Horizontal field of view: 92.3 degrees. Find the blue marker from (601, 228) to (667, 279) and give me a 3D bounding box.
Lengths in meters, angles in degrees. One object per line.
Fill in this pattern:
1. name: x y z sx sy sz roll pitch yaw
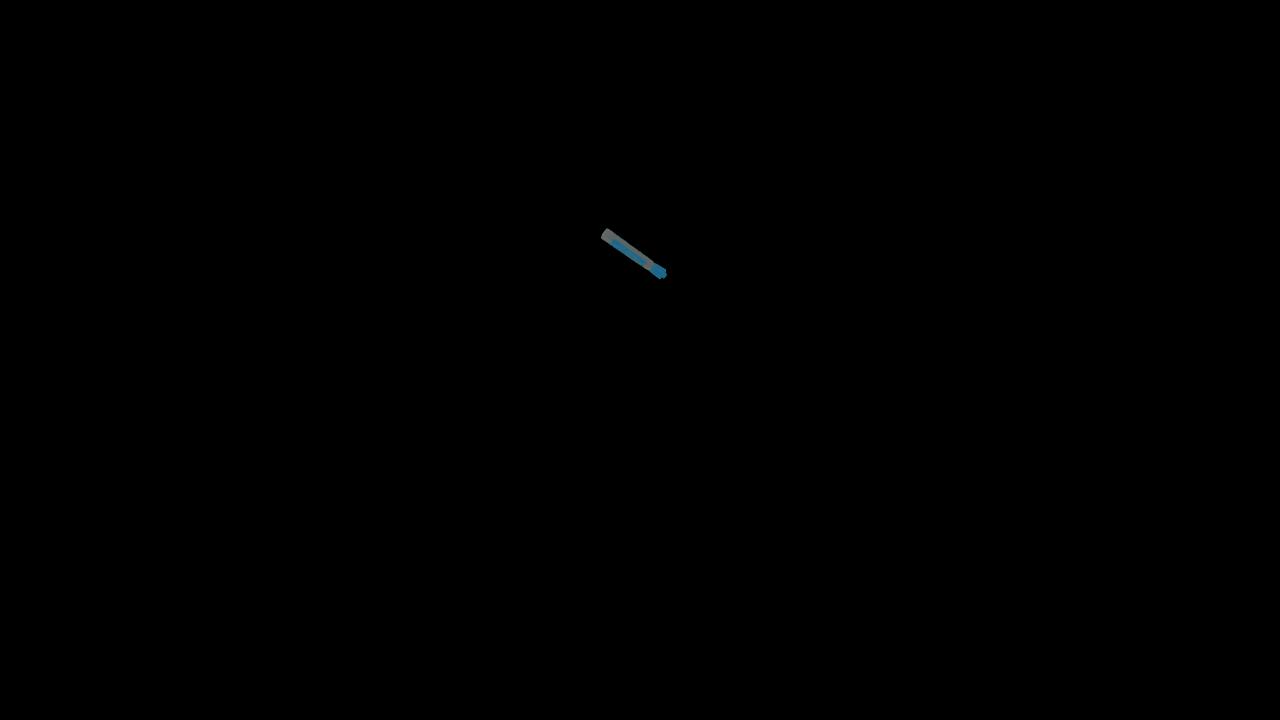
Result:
1. blue marker: -0.007 -0.164 0.962 0.121 0.020 0.020 32 -13 -21
